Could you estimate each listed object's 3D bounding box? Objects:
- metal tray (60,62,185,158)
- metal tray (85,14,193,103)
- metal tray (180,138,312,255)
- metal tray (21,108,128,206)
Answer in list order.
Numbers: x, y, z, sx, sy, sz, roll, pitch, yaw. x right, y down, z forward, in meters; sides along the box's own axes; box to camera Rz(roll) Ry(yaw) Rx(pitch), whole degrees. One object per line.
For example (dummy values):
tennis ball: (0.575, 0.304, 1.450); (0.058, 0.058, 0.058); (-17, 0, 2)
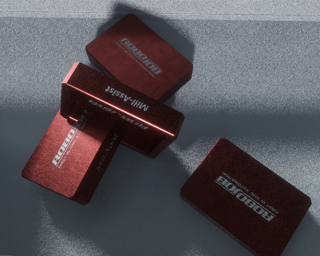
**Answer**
metal tray: (-0.048, -0.015, 0.361); (0.131, 0.090, 0.030); (26, 64, -8)
metal tray: (-0.029, -0.093, 0.441); (0.090, 0.030, 0.130); (-43, 76, -14)
metal tray: (0.101, 0.085, 0.376); (0.130, 0.030, 0.090); (36, 74, 12)
metal tray: (-0.100, 0.018, 0.382); (0.090, 0.030, 0.130); (15, 69, 29)
